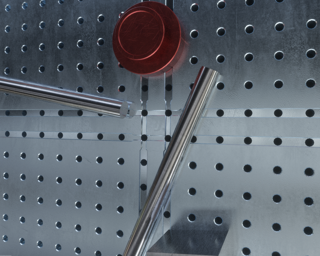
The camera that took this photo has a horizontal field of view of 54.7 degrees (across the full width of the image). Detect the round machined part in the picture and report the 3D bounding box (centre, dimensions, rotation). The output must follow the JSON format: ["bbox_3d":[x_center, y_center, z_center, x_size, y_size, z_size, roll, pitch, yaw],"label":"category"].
[{"bbox_3d":[-0.020,-0.120,0.410,0.098,0.042,0.097,0,90,19],"label":"round machined part"}]

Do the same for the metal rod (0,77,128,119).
[{"bbox_3d":[-0.189,-0.055,0.477,0.301,0.025,0.025,12,94,19],"label":"metal rod"}]

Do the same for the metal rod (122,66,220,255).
[{"bbox_3d":[0.007,0.064,0.409,0.025,0.025,0.298,25,98,18],"label":"metal rod"}]

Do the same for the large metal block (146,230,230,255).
[{"bbox_3d":[0.038,0.160,0.369,0.080,0.080,0.050,-5,89,19],"label":"large metal block"}]
